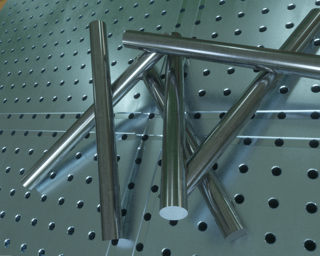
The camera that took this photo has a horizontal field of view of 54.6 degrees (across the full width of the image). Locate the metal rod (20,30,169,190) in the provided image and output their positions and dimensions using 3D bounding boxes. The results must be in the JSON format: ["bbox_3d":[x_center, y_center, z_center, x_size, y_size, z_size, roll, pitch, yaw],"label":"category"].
[{"bbox_3d":[-0.092,-0.022,0.449,0.300,0.025,0.025,-45,51,5],"label":"metal rod"}]

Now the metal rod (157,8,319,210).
[{"bbox_3d":[0.103,-0.031,0.353,0.025,0.025,0.300,30,72,38],"label":"metal rod"}]

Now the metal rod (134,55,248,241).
[{"bbox_3d":[0.023,-0.001,0.397,0.025,0.025,0.300,-32,51,7],"label":"metal rod"}]

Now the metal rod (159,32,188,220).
[{"bbox_3d":[0.017,-0.032,0.378,0.025,0.025,0.300,-17,42,19],"label":"metal rod"}]

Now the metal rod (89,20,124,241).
[{"bbox_3d":[-0.073,-0.011,0.408,0.025,0.025,0.299,-15,70,20],"label":"metal rod"}]

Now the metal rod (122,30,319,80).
[{"bbox_3d":[0.085,-0.086,0.362,0.300,0.025,0.025,16,70,26],"label":"metal rod"}]
